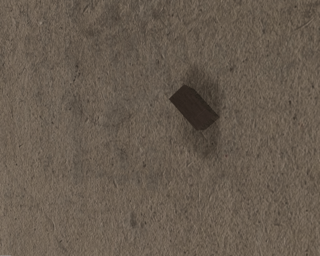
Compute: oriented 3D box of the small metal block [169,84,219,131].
[{"bbox_3d":[0.043,-0.024,0.380,0.025,0.050,0.050,-43,77,15],"label":"small metal block"}]
